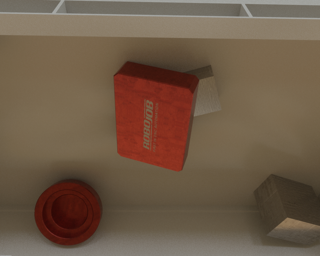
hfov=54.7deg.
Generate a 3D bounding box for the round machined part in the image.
[{"bbox_3d":[-0.139,0.128,0.485,0.099,0.042,0.097,0,95,-2],"label":"round machined part"}]

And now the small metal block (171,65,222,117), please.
[{"bbox_3d":[0.043,-0.042,0.374,0.050,0.025,0.050,-13,129,10],"label":"small metal block"}]

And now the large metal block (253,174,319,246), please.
[{"bbox_3d":[0.204,0.127,0.485,0.081,0.080,0.050,18,128,-15],"label":"large metal block"}]

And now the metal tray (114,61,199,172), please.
[{"bbox_3d":[-0.007,-0.010,0.380,0.090,0.030,0.129,14,131,11],"label":"metal tray"}]
